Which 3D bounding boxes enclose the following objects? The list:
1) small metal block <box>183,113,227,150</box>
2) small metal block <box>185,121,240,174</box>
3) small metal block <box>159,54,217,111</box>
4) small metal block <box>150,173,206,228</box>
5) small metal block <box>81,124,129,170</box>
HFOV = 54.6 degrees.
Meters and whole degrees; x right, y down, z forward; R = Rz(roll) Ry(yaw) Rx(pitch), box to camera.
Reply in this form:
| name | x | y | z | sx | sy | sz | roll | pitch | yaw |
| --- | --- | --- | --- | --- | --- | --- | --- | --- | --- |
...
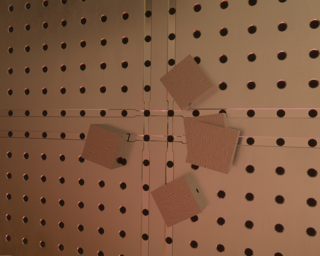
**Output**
| name | x | y | z | sx | sy | sz | roll | pitch | yaw |
| --- | --- | --- | --- | --- | --- | --- | --- | --- | --- |
| small metal block | 0.060 | 0.009 | 0.392 | 0.050 | 0.025 | 0.050 | -8 | 88 | 20 |
| small metal block | 0.062 | 0.022 | 0.364 | 0.050 | 0.025 | 0.050 | 14 | 95 | 19 |
| small metal block | 0.036 | -0.058 | 0.400 | 0.050 | 0.025 | 0.050 | -38 | 78 | 16 |
| small metal block | 0.024 | 0.094 | 0.405 | 0.050 | 0.025 | 0.050 | -30 | 80 | 17 |
| small metal block | -0.078 | 0.026 | 0.441 | 0.050 | 0.025 | 0.050 | 19 | 96 | 19 |
